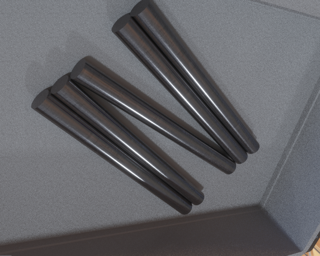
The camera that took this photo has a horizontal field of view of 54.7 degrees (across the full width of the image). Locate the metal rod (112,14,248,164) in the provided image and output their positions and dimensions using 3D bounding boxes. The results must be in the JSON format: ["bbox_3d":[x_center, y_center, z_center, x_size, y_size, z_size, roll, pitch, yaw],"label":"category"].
[{"bbox_3d":[0.046,-0.030,0.413,0.025,0.025,0.300,-45,129,3],"label":"metal rod"}]

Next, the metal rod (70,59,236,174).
[{"bbox_3d":[0.014,0.002,0.416,0.301,0.025,0.025,32,100,-38],"label":"metal rod"}]

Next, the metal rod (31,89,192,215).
[{"bbox_3d":[-0.041,0.051,0.416,0.025,0.025,0.300,-44,129,2],"label":"metal rod"}]

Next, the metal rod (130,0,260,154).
[{"bbox_3d":[0.065,-0.046,0.414,0.025,0.025,0.300,-45,129,3],"label":"metal rod"}]

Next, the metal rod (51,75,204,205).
[{"bbox_3d":[-0.021,0.035,0.417,0.025,0.025,0.300,-44,129,2],"label":"metal rod"}]
